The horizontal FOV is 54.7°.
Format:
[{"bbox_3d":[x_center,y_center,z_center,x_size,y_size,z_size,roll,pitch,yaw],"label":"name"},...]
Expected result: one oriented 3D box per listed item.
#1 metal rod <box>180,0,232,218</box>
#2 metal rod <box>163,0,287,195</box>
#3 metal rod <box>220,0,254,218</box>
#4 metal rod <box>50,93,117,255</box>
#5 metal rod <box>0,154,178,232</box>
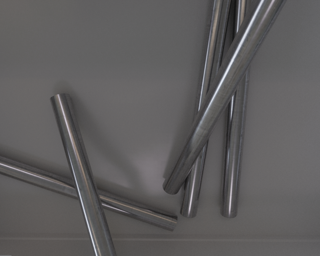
[{"bbox_3d":[0.056,-0.014,0.406,0.025,0.025,0.298,5,110,-2],"label":"metal rod"},{"bbox_3d":[0.056,-0.018,0.345,0.025,0.025,0.298,16,132,-6],"label":"metal rod"},{"bbox_3d":[0.100,-0.014,0.406,0.025,0.025,0.298,-1,110,0],"label":"metal rod"},{"bbox_3d":[-0.082,0.101,0.377,0.025,0.025,0.299,-19,82,7],"label":"metal rod"},{"bbox_3d":[-0.118,0.089,0.442,0.302,0.025,0.025,21,109,-8],"label":"metal rod"}]
